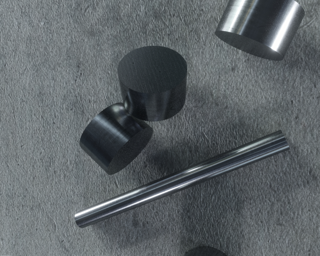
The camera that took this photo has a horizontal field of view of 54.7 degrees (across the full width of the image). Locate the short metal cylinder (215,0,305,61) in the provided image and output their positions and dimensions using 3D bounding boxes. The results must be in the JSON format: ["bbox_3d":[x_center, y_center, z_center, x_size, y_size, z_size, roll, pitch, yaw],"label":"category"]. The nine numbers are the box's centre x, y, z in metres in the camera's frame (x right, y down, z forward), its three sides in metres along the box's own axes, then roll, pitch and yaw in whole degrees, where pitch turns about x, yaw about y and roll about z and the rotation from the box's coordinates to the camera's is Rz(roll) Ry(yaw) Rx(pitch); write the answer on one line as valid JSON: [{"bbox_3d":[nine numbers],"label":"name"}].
[{"bbox_3d":[0.108,-0.114,0.341,0.080,0.080,0.050,26,99,18],"label":"short metal cylinder"}]

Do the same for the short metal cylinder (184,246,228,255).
[{"bbox_3d":[0.053,0.193,0.377,0.080,0.050,0.079,0,90,20],"label":"short metal cylinder"}]

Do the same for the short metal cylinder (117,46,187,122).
[{"bbox_3d":[-0.008,-0.055,0.377,0.080,0.050,0.080,-1,53,1],"label":"short metal cylinder"}]

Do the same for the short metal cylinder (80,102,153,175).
[{"bbox_3d":[-0.055,0.014,0.399,0.050,0.080,0.080,42,103,15],"label":"short metal cylinder"}]

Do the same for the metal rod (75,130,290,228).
[{"bbox_3d":[0.015,0.073,0.403,0.300,0.025,0.025,-25,82,18],"label":"metal rod"}]
